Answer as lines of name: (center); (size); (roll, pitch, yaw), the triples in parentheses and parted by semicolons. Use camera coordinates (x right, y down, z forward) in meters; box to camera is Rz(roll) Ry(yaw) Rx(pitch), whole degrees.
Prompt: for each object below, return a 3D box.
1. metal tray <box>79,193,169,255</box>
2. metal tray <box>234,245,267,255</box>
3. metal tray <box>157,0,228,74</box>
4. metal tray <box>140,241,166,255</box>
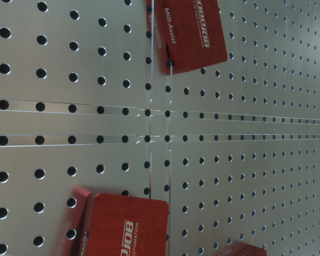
metal tray: (-0.041, 0.142, 0.343); (0.091, 0.030, 0.130); (14, 71, -25)
metal tray: (0.132, 0.264, 0.515); (0.131, 0.030, 0.090); (-12, 98, -39)
metal tray: (0.047, -0.151, 0.444); (0.091, 0.030, 0.129); (-22, 104, -38)
metal tray: (-0.023, 0.218, 0.386); (0.091, 0.030, 0.129); (-25, 106, -37)
